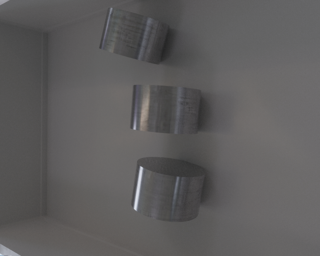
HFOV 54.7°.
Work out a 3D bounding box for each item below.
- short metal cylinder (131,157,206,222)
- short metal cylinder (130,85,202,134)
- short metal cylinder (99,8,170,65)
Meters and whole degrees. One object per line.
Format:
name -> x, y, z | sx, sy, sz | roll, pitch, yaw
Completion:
short metal cylinder -> 0.010, 0.069, 0.363 | 0.080, 0.081, 0.050 | 15, 100, 39
short metal cylinder -> 0.007, -0.022, 0.366 | 0.080, 0.081, 0.050 | 8, 95, 40
short metal cylinder -> -0.033, -0.117, 0.398 | 0.080, 0.081, 0.050 | 26, 106, 37
